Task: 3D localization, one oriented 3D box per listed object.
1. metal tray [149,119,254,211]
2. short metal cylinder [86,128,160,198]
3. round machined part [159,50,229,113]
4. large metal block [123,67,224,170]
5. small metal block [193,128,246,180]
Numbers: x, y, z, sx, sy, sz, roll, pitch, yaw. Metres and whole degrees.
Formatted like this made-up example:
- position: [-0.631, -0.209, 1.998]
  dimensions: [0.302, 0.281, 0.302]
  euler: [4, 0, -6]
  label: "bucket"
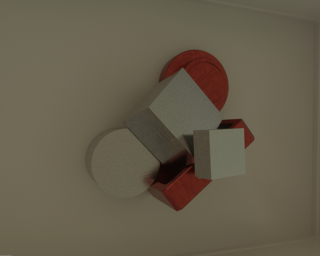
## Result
- position: [0.044, 0.040, 0.391]
  dimensions: [0.131, 0.090, 0.030]
  euler: [-40, 102, -16]
  label: "metal tray"
- position: [-0.047, 0.040, 0.379]
  dimensions: [0.081, 0.050, 0.079]
  euler: [0, 90, -21]
  label: "short metal cylinder"
- position: [0.052, -0.058, 0.420]
  dimensions: [0.099, 0.042, 0.097]
  euler: [0, 90, -21]
  label: "round machined part"
- position: [0.019, -0.010, 0.365]
  dimensions: [0.080, 0.050, 0.080]
  euler: [48, 50, -14]
  label: "large metal block"
- position: [0.064, 0.026, 0.332]
  dimensions: [0.050, 0.025, 0.050]
  euler: [-3, 91, -33]
  label: "small metal block"
